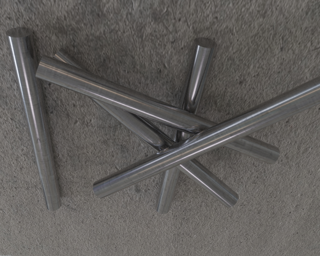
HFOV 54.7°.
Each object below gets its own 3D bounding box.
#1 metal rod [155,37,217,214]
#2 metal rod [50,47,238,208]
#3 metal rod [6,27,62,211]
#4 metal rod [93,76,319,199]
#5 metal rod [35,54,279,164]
[{"bbox_3d":[0.027,0.021,0.425,0.025,0.025,0.298,6,130,-6],"label":"metal rod"},{"bbox_3d":[-0.007,0.012,0.390,0.301,0.025,0.025,40,120,-20],"label":"metal rod"},{"bbox_3d":[-0.161,0.014,0.417,0.025,0.025,0.298,4,130,-4],"label":"metal rod"},{"bbox_3d":[0.040,0.022,0.358,0.300,0.025,0.025,-27,125,24],"label":"metal rod"},{"bbox_3d":[0.013,-0.014,0.360,0.302,0.025,0.025,20,127,-18],"label":"metal rod"}]
